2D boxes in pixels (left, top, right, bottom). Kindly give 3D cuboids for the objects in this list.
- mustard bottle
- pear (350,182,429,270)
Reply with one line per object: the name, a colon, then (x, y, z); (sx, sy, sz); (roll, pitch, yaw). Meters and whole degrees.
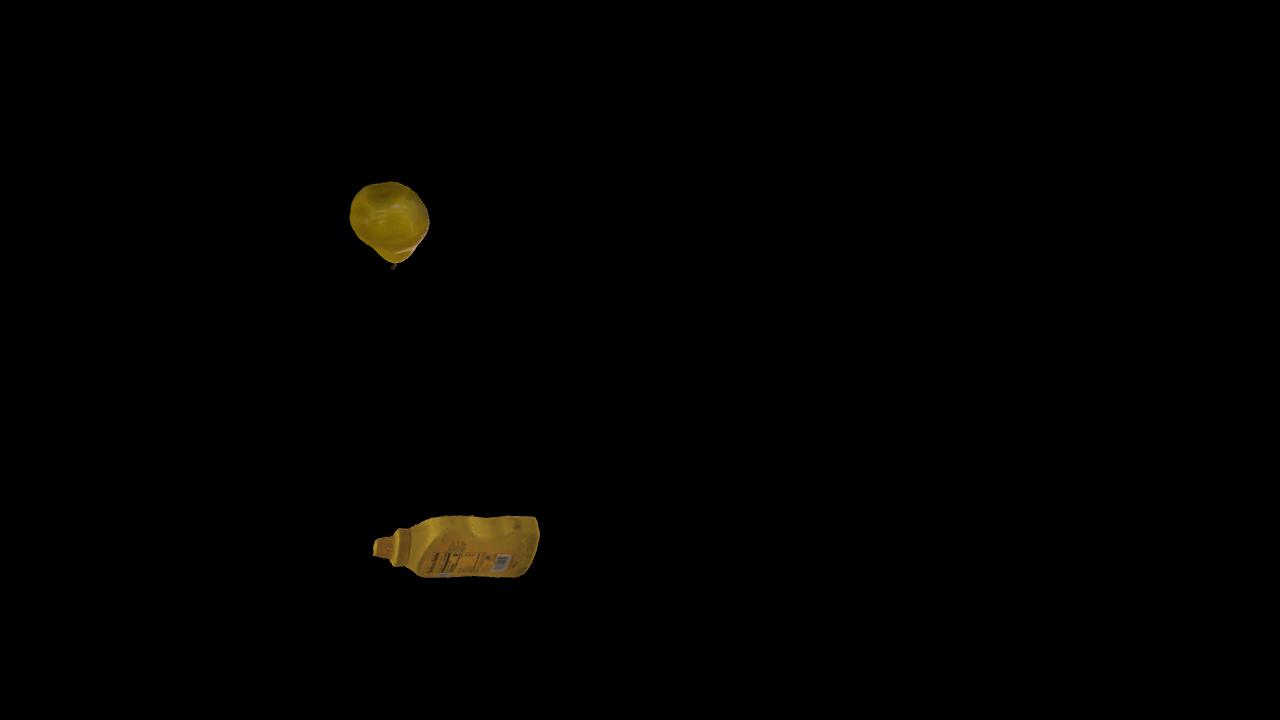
mustard bottle: (-0.218, 0.223, 0.730); (0.184, 0.092, 0.054); (9, 39, -29)
pear: (-0.272, -0.140, 0.686); (0.080, 0.080, 0.111); (0, -37, -2)
